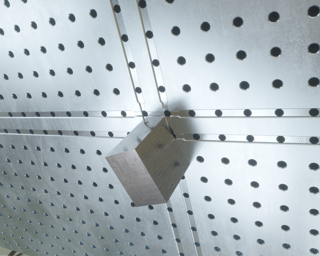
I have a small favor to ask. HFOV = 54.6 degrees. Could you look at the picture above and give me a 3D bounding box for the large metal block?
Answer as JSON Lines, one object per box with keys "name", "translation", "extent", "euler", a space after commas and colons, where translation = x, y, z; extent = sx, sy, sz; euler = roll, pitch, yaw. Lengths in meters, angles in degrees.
{"name": "large metal block", "translation": [-0.013, 0.045, 0.411], "extent": [0.050, 0.080, 0.080], "euler": [-17, 109, 35]}
